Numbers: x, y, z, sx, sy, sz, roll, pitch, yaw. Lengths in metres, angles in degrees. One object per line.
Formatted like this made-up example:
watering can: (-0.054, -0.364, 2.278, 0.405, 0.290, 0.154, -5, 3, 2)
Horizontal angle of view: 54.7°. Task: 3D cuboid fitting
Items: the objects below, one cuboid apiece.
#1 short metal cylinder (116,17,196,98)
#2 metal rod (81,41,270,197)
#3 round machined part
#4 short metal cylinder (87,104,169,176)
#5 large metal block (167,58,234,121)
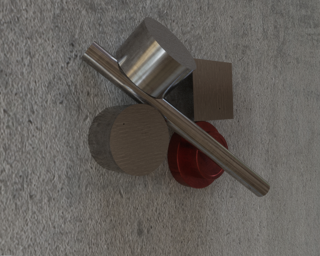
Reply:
short metal cylinder: (-0.004, -0.081, 0.362, 0.080, 0.050, 0.080, 36, 29, -23)
metal rod: (0.033, 0.000, 0.389, 0.301, 0.025, 0.025, 38, 66, -19)
round machined part: (0.061, 0.039, 0.445, 0.099, 0.042, 0.097, 0, 90, -40)
short metal cylinder: (-0.036, 0.013, 0.361, 0.081, 0.050, 0.080, 0, 90, -40)
large metal block: (0.057, -0.051, 0.434, 0.081, 0.050, 0.079, -4, 93, -40)
